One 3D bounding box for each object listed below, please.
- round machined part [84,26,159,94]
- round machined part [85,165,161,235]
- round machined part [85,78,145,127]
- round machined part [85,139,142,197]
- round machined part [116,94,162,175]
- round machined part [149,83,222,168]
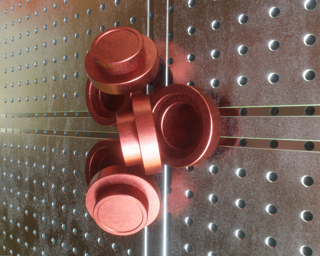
[{"bbox_3d":[-0.051,-0.094,0.406,0.098,0.042,0.098,-4,56,6],"label":"round machined part"},{"bbox_3d":[-0.049,0.099,0.402,0.099,0.042,0.097,1,117,1],"label":"round machined part"},{"bbox_3d":[-0.061,-0.051,0.449,0.098,0.042,0.097,0,90,40],"label":"round machined part"},{"bbox_3d":[-0.062,0.065,0.450,0.098,0.042,0.097,0,90,40],"label":"round machined part"},{"bbox_3d":[-0.027,0.010,0.382,0.042,0.098,0.098,-10,81,-3],"label":"round machined part"},{"bbox_3d":[0.031,-0.003,0.373,0.098,0.042,0.097,0,90,40],"label":"round machined part"}]
